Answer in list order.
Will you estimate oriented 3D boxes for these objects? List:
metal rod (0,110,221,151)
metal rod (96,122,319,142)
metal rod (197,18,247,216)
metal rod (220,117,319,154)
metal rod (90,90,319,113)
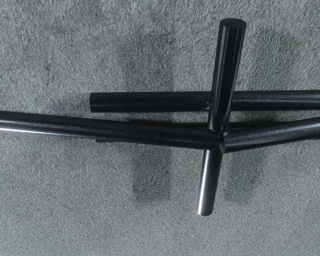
[{"bbox_3d":[-0.080,0.001,0.375,0.302,0.025,0.025,5,131,7],"label":"metal rod"},{"bbox_3d":[0.067,0.005,0.413,0.302,0.025,0.025,-1,130,0],"label":"metal rod"},{"bbox_3d":[0.070,0.014,0.389,0.025,0.025,0.298,0,130,0],"label":"metal rod"},{"bbox_3d":[0.220,-0.005,0.375,0.302,0.025,0.025,-9,131,-6],"label":"metal rod"},{"bbox_3d":[0.067,-0.033,0.381,0.302,0.025,0.025,-1,130,0],"label":"metal rod"}]
